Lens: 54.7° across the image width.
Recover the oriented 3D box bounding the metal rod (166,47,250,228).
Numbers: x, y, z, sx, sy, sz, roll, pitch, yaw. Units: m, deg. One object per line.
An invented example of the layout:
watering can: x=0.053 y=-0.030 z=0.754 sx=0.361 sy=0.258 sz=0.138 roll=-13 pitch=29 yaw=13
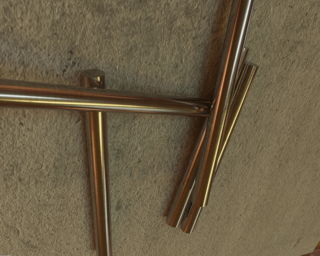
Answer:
metal rod: x=0.062 y=0.025 z=0.456 sx=0.025 sy=0.025 sz=0.298 roll=3 pitch=117 yaw=-30

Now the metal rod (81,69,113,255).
metal rod: x=-0.079 y=0.070 z=0.406 sx=0.025 sy=0.025 sz=0.298 roll=-11 pitch=123 yaw=-23

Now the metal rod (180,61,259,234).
metal rod: x=0.084 y=0.044 z=0.479 sx=0.025 sy=0.025 sz=0.298 roll=2 pitch=118 yaw=-29

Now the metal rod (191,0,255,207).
metal rod: x=0.079 y=-0.027 z=0.404 sx=0.025 sy=0.025 sz=0.298 roll=-4 pitch=115 yaw=-27

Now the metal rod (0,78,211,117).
metal rod: x=-0.055 y=-0.029 z=0.326 sx=0.302 sy=0.025 sz=0.025 roll=0 pitch=119 yaw=-40
